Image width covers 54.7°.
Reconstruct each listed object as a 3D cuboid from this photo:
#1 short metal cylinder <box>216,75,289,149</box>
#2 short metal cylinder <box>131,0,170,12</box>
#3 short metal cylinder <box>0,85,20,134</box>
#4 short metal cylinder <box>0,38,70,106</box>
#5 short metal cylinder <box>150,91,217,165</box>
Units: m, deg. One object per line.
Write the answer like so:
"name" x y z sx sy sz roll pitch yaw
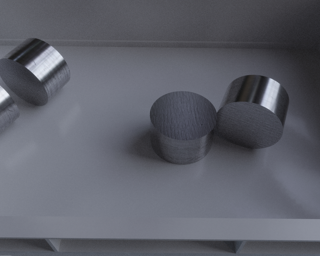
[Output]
"short metal cylinder" 0.115 -0.019 0.387 0.080 0.080 0.050 18 52 14
"short metal cylinder" -0.020 -0.279 0.626 0.081 0.050 0.080 0 50 0
"short metal cylinder" -0.227 -0.025 0.387 0.080 0.080 0.050 23 54 17
"short metal cylinder" -0.174 -0.077 0.432 0.080 0.080 0.050 20 53 15
"short metal cylinder" 0.028 -0.001 0.390 0.081 0.050 0.080 0 50 0
